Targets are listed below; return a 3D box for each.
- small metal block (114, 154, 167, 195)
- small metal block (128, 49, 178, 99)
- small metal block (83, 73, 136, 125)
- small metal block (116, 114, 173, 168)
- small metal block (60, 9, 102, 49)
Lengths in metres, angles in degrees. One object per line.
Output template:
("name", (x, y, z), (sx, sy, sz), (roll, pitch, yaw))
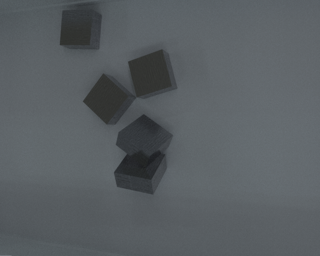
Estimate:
("small metal block", (-0.024, 0.055, 0.402), (0.050, 0.050, 0.025), (8, 126, 19))
("small metal block", (-0.010, -0.071, 0.413), (0.050, 0.025, 0.050), (-15, 85, 19))
("small metal block", (-0.071, -0.040, 0.434), (0.050, 0.025, 0.050), (43, 103, 14))
("small metal block", (-0.020, 0.016, 0.401), (0.050, 0.050, 0.025), (36, 137, 16))
("small metal block", (-0.115, -0.142, 0.450), (0.050, 0.025, 0.050), (6, 92, 19))
